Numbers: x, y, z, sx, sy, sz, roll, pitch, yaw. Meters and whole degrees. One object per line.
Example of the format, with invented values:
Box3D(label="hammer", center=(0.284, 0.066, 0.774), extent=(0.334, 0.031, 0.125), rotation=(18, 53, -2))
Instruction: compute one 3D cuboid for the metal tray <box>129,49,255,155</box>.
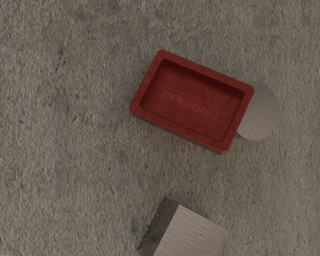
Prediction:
Box3D(label="metal tray", center=(0.039, -0.033, 0.390), extent=(0.130, 0.030, 0.090), rotation=(25, 81, 9))

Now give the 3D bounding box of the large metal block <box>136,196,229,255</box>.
Box3D(label="large metal block", center=(0.029, 0.147, 0.407), extent=(0.080, 0.050, 0.080), rotation=(32, 80, -18))

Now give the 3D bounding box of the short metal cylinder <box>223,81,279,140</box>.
Box3D(label="short metal cylinder", center=(0.119, -0.023, 0.440), extent=(0.081, 0.050, 0.080), rotation=(0, 90, -20))
